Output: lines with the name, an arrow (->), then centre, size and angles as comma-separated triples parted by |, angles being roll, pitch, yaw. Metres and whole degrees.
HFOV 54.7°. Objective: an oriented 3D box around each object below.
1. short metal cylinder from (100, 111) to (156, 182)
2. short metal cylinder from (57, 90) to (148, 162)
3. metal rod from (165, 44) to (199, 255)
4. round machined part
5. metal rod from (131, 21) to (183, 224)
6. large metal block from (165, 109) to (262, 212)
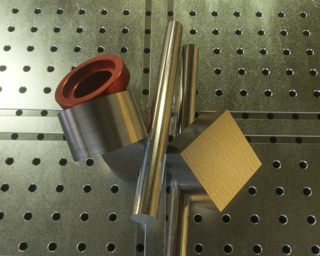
short metal cylinder -> -0.032, 0.024, 0.389 | 0.081, 0.050, 0.080 | 0, 70, 0
short metal cylinder -> -0.059, -0.003, 0.323 | 0.080, 0.080, 0.050 | -19, 94, -7
metal rod -> 0.030, 0.024, 0.402 | 0.025, 0.025, 0.299 | 5, 70, 2
round machined part -> -0.082, -0.049, 0.404 | 0.098, 0.042, 0.098 | -16, 42, 15
metal rod -> 0.004, -0.033, 0.378 | 0.025, 0.025, 0.300 | 7, 53, 2
large metal block -> 0.058, 0.036, 0.361 | 0.080, 0.050, 0.080 | -41, 104, -25
